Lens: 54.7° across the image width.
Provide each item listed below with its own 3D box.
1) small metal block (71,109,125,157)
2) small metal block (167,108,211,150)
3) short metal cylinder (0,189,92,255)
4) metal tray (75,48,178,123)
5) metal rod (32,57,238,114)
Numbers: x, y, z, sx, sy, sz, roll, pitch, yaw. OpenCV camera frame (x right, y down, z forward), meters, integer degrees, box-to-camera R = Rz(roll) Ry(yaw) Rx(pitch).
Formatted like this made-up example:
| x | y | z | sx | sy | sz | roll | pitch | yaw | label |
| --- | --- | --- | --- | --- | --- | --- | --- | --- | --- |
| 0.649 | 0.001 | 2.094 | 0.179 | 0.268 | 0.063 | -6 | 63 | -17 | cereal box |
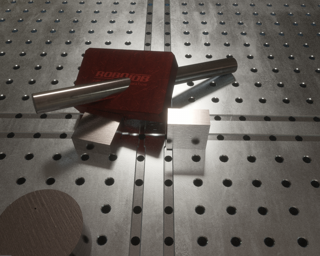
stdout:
| x | y | z | sx | sy | sz | roll | pitch | yaw | label |
| --- | --- | --- | --- | --- | --- | --- | --- | --- | --- |
| -0.079 | 0.005 | 0.402 | 0.050 | 0.025 | 0.050 | 11 | 51 | 8 | small metal block |
| 0.034 | 0.002 | 0.390 | 0.050 | 0.050 | 0.025 | 2 | 50 | 1 | small metal block |
| -0.111 | 0.107 | 0.300 | 0.081 | 0.050 | 0.080 | 0 | 50 | 0 | short metal cylinder |
| -0.048 | -0.061 | 0.422 | 0.130 | 0.030 | 0.090 | 7 | 72 | 16 | metal tray |
| -0.016 | -0.064 | 0.428 | 0.303 | 0.025 | 0.025 | -15 | 51 | -26 | metal rod |
